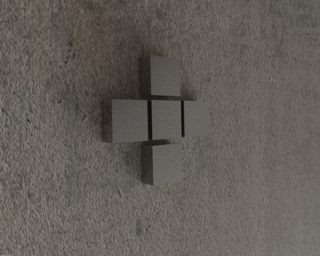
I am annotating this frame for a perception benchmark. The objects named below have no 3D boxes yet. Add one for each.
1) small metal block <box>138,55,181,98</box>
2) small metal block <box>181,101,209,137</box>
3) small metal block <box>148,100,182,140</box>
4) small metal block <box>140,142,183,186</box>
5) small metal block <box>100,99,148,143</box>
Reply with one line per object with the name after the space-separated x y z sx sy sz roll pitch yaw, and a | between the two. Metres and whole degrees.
0.000 -0.067 0.408 0.050 0.025 0.050 -2 92 -40 | small metal block
0.044 -0.013 0.446 0.050 0.025 0.050 -2 92 -40 | small metal block
0.001 -0.011 0.409 0.050 0.025 0.050 -2 92 -40 | small metal block
0.002 0.046 0.411 0.050 0.025 0.050 -3 92 -40 | small metal block
-0.042 -0.008 0.372 0.050 0.025 0.050 -2 92 -40 | small metal block
